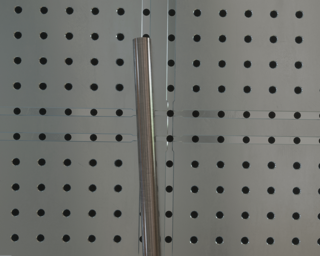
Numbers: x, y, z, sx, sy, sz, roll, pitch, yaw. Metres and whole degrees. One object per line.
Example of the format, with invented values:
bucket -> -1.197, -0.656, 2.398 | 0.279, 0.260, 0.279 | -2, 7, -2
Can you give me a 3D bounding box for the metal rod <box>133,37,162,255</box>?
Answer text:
metal rod -> -0.017, 0.032, 0.413 | 0.025, 0.025, 0.298 | -3, 90, 0
